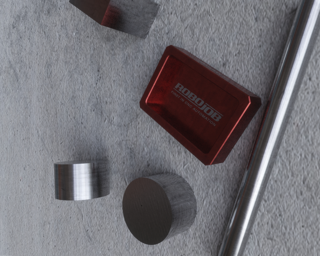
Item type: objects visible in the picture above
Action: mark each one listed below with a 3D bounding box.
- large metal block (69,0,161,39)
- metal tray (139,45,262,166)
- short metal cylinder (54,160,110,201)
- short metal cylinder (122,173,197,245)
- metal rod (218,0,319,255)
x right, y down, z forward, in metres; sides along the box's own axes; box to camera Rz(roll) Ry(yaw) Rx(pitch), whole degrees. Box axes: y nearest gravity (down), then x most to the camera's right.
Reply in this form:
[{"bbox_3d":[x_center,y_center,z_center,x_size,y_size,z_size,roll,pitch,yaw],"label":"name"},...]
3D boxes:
[{"bbox_3d":[-0.061,-0.169,0.419,0.080,0.081,0.050,42,115,32],"label":"large metal block"},{"bbox_3d":[0.041,-0.029,0.367,0.130,0.030,0.089,42,115,32],"label":"metal tray"},{"bbox_3d":[-0.117,0.076,0.465,0.080,0.081,0.050,-4,88,40],"label":"short metal cylinder"},{"bbox_3d":[-0.001,0.099,0.390,0.080,0.050,0.080,0,90,40],"label":"short metal cylinder"},{"bbox_3d":[0.107,0.023,0.316,0.025,0.025,0.298,23,105,37],"label":"metal rod"}]
